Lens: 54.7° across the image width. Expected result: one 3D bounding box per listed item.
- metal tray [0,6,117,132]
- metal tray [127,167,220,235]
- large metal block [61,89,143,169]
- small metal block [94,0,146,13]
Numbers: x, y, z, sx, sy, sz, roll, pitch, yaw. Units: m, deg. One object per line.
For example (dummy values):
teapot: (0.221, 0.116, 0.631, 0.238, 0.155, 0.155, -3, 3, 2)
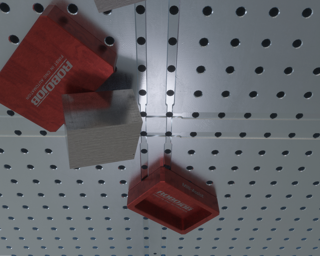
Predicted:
metal tray: (-0.124, -0.060, 0.356, 0.090, 0.030, 0.130, 36, 121, -27)
metal tray: (0.023, 0.125, 0.514, 0.130, 0.030, 0.090, 34, 122, -26)
large metal block: (-0.071, 0.002, 0.371, 0.081, 0.050, 0.080, -7, 146, -19)
small metal block: (-0.041, -0.143, 0.290, 0.050, 0.025, 0.050, -12, 129, 9)
